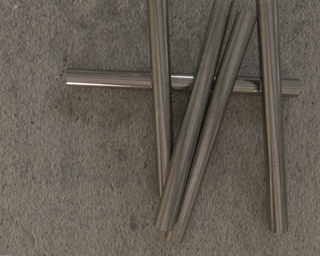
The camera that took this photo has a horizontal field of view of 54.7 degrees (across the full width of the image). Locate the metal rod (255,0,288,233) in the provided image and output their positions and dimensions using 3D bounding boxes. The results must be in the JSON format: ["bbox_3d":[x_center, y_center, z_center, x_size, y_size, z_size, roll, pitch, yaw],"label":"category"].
[{"bbox_3d":[0.142,-0.013,0.390,0.025,0.025,0.298,-6,98,0],"label":"metal rod"}]

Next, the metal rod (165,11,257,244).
[{"bbox_3d":[0.061,0.005,0.392,0.025,0.025,0.298,17,97,0],"label":"metal rod"}]

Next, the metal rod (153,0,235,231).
[{"bbox_3d":[0.043,-0.022,0.383,0.025,0.025,0.298,15,89,0],"label":"metal rod"}]

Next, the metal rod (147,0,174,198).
[{"bbox_3d":[0.002,-0.057,0.384,0.025,0.025,0.298,-3,100,0],"label":"metal rod"}]

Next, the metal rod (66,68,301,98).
[{"bbox_3d":[0.031,-0.060,0.409,0.302,0.025,0.025,3,90,0],"label":"metal rod"}]
